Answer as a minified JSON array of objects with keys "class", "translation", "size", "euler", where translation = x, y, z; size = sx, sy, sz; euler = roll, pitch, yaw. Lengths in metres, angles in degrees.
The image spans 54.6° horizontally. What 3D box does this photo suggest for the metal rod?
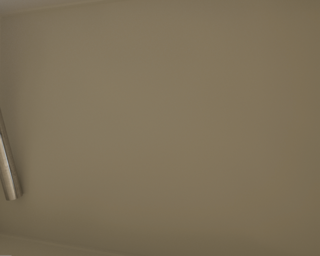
[{"class":"metal rod","translation":[-0.256,-0.034,0.466],"size":[0.025,0.025,0.298],"euler":[-5,102,20]}]
